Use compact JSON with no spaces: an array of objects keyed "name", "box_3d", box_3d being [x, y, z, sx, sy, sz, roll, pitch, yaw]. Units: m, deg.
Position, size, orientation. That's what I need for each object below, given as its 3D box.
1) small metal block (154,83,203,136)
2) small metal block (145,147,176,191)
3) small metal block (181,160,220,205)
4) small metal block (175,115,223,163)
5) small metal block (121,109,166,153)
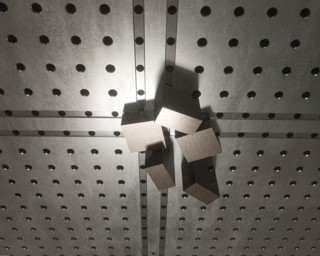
[{"name":"small metal block","box_3d":[0.021,-0.023,0.376,0.050,0.050,0.025,18,128,-15]},{"name":"small metal block","box_3d":[0.001,0.051,0.439,0.025,0.050,0.050,-17,128,14]},{"name":"small metal block","box_3d":[0.060,0.079,0.464,0.050,0.050,0.025,33,122,-25]},{"name":"small metal block","box_3d":[0.053,0.016,0.426,0.050,0.025,0.050,-18,128,14]},{"name":"small metal block","box_3d":[-0.021,0.004,0.415,0.050,0.025,0.050,-8,130,6]}]
